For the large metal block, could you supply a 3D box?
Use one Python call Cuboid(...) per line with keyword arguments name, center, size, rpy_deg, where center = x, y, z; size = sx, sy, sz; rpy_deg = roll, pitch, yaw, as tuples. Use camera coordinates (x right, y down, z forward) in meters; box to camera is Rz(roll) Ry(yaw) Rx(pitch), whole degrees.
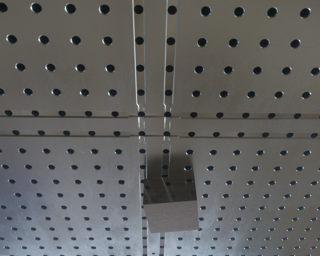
Cuboid(name="large metal block", center=(0.019, 0.124, 0.501), size=(0.080, 0.050, 0.080), rpy_deg=(-6, 130, 4))
